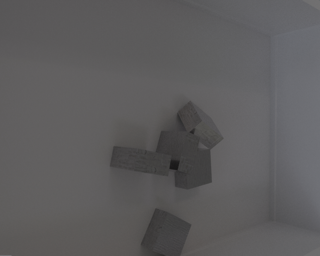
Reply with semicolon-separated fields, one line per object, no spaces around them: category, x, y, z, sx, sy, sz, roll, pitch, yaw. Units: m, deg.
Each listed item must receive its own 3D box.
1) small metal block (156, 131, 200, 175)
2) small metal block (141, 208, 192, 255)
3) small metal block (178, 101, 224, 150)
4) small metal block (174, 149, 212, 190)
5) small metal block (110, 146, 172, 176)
small metal block;0.021;0.032;0.408;0.025;0.050;0.050;24;75;-38
small metal block;0.009;0.142;0.415;0.050;0.025;0.050;37;67;-34
small metal block;0.057;-0.004;0.435;0.025;0.050;0.050;-43;126;17
small metal block;0.048;0.057;0.446;0.050;0.025;0.050;-6;94;-40
small metal block;-0.023;0.040;0.371;0.050;0.050;0.025;16;80;-39
